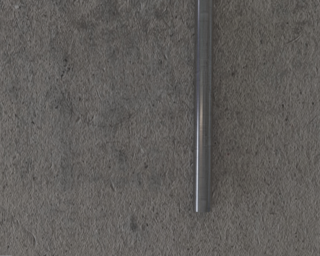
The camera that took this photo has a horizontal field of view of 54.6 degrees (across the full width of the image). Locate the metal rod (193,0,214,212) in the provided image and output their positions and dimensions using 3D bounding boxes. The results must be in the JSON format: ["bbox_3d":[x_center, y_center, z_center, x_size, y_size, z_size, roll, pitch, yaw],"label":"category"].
[{"bbox_3d":[0.057,-0.041,0.410,0.025,0.025,0.298,1,90,0],"label":"metal rod"}]
